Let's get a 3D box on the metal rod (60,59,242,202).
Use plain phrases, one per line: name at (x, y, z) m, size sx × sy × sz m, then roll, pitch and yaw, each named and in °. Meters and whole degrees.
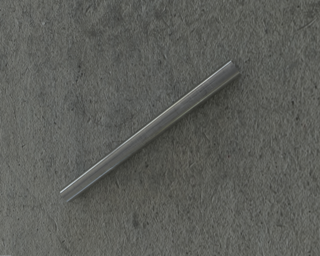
metal rod at (-0.023, 0.013, 0.419) m, size 0.300 × 0.025 × 0.025 m, roll -37°, pitch 78°, yaw 16°
